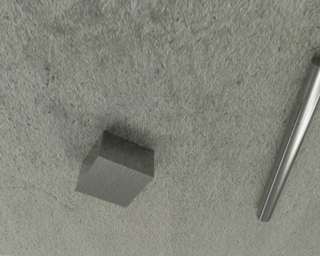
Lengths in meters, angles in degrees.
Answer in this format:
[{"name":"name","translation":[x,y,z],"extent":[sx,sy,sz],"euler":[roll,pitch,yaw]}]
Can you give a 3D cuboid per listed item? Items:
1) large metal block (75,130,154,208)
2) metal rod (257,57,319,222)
[{"name":"large metal block","translation":[-0.063,0.061,0.442],"extent":[0.080,0.050,0.080],"euler":[25,126,-20]},{"name":"metal rod","translation":[0.182,0.040,0.444],"extent":[0.025,0.025,0.298],"euler":[0,130,-1]}]
